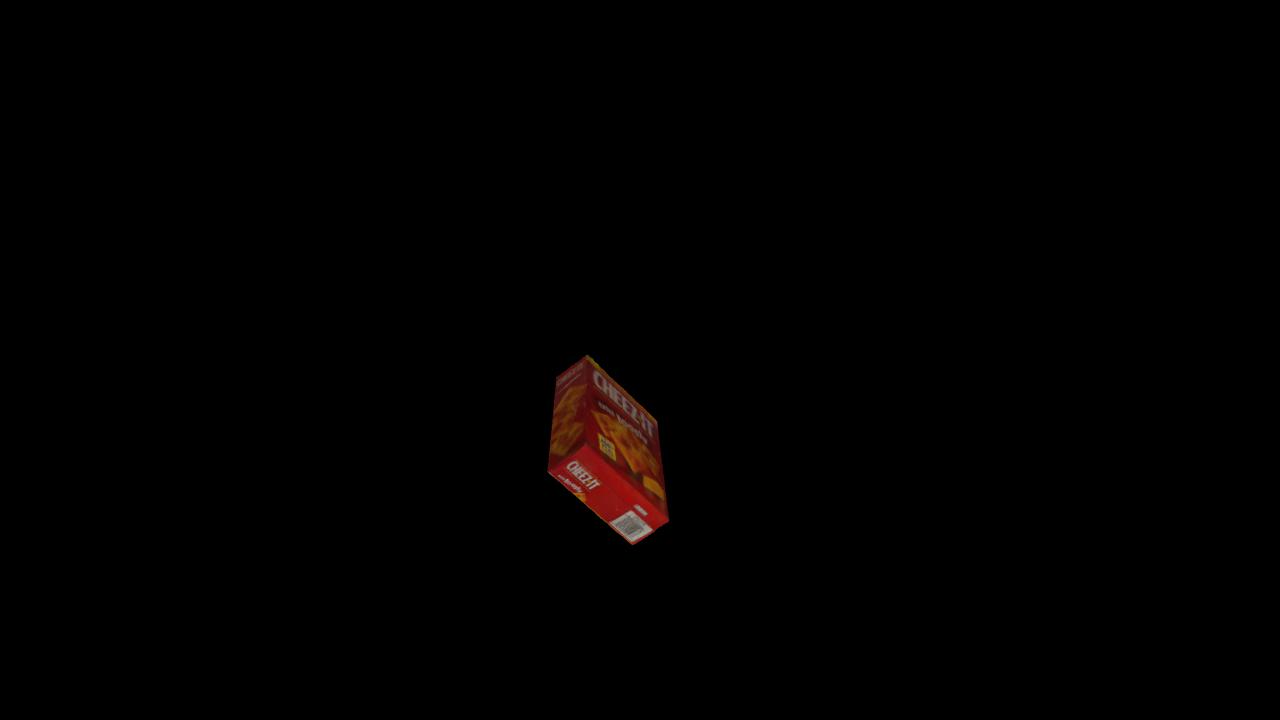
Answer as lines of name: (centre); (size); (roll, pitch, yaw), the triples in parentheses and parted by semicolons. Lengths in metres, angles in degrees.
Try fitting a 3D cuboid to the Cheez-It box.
Cheez-It box: (-0.042, 0.114, 0.839); (0.071, 0.166, 0.223); (-36, 25, 15)
